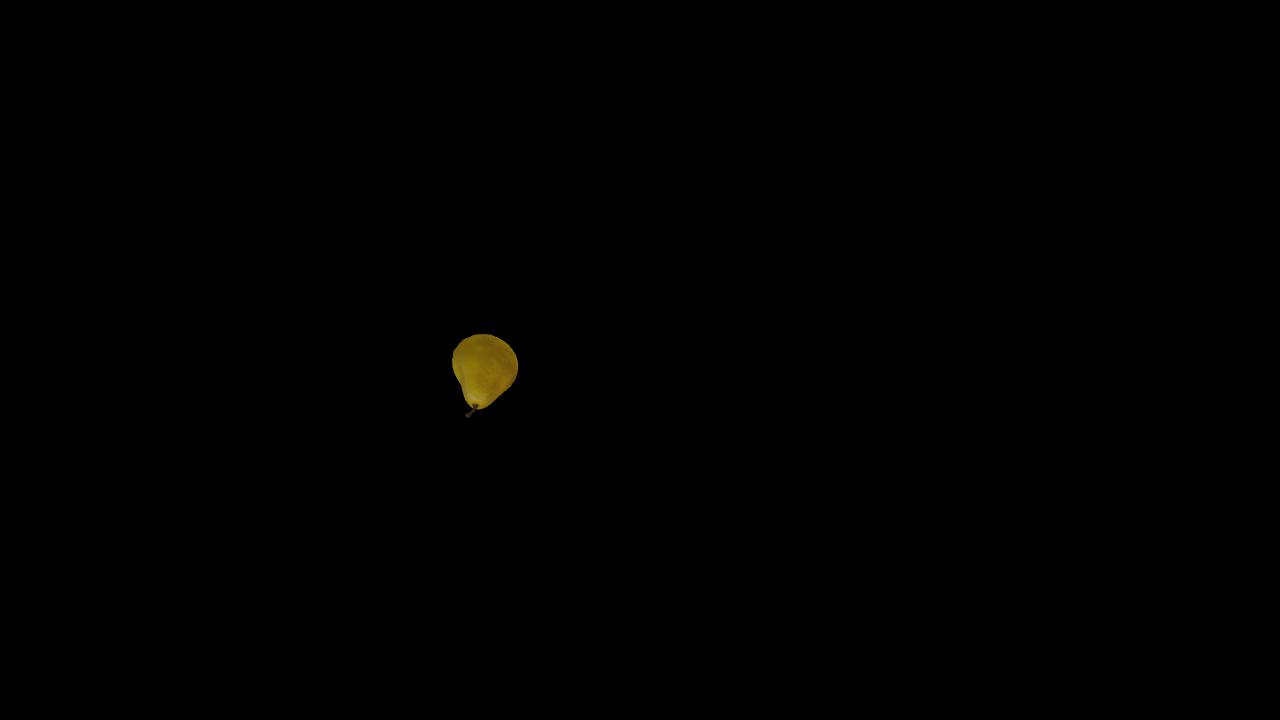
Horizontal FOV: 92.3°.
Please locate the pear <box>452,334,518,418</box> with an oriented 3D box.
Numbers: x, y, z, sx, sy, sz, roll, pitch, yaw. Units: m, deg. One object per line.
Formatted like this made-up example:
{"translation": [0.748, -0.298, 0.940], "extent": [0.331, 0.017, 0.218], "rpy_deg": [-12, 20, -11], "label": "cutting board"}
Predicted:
{"translation": [-0.185, 0.025, 0.734], "extent": [0.080, 0.111, 0.080], "rpy_deg": [-6, -34, -4], "label": "pear"}
